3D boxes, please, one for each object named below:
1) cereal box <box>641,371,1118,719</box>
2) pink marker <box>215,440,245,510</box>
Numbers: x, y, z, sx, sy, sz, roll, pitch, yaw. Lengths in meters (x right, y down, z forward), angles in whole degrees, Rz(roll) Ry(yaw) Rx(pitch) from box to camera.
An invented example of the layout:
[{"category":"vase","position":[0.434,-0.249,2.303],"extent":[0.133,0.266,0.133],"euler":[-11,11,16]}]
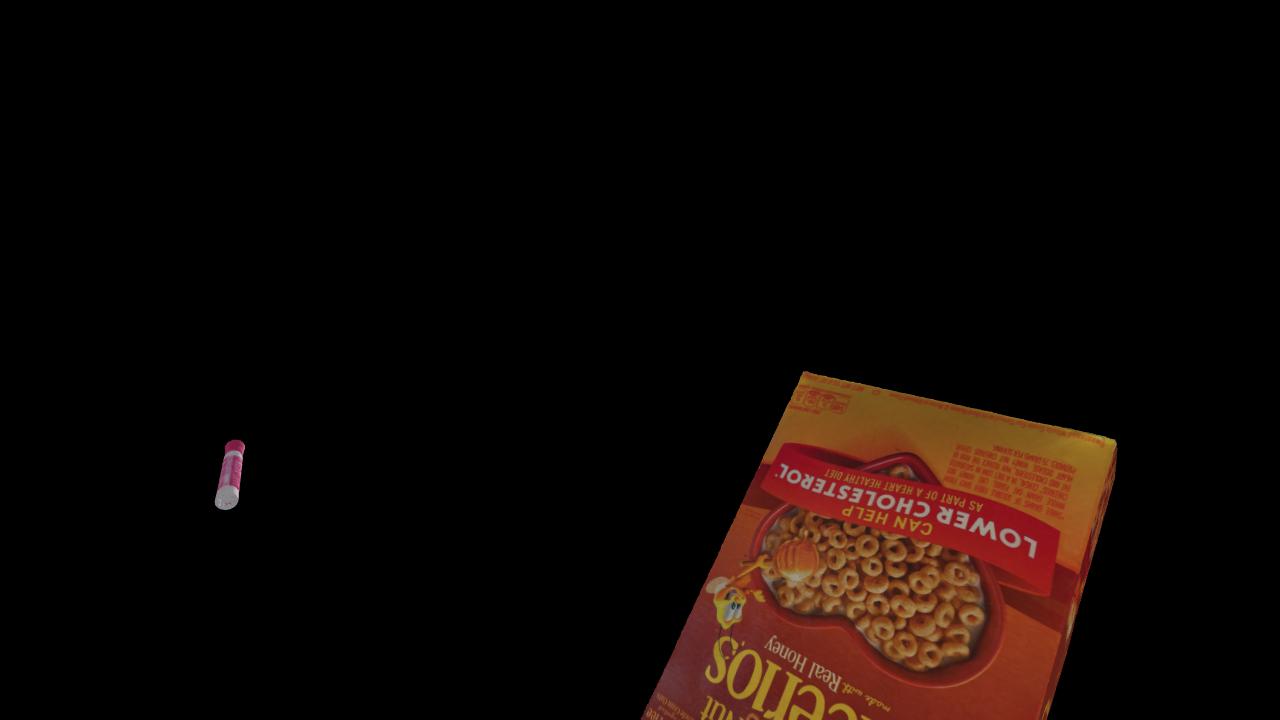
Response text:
[{"category":"cereal box","position":[0.145,0.169,0.393],"extent":[0.203,0.306,0.081],"euler":[15,-22,41]},{"category":"pink marker","position":[-0.421,0.114,0.633],"extent":[0.020,0.020,0.121],"euler":[0,20,-30]}]
